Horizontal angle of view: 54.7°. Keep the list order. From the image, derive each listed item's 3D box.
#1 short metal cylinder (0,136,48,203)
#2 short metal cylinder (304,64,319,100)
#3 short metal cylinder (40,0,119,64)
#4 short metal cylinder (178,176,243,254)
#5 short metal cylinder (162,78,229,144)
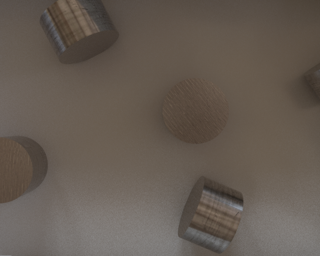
[{"bbox_3d":[-0.193,0.051,0.397,0.081,0.050,0.080,0,90,0],"label":"short metal cylinder"},{"bbox_3d":[0.231,-0.067,0.385,0.080,0.080,0.050,-33,90,0],"label":"short metal cylinder"},{"bbox_3d":[-0.098,-0.121,0.383,0.080,0.080,0.050,-28,90,0],"label":"short metal cylinder"},{"bbox_3d":[0.061,0.106,0.384,0.050,0.080,0.080,23,90,0],"label":"short metal cylinder"},{"bbox_3d":[0.043,-0.021,0.399,0.081,0.050,0.080,0,90,0],"label":"short metal cylinder"}]
